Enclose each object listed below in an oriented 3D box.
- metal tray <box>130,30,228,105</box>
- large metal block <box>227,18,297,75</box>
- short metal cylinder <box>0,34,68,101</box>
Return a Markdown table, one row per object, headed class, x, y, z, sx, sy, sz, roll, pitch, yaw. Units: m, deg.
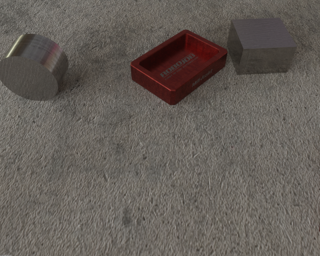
| class | x | y | z | sx | sy | sz | roll | pitch | yaw |
| --- | --- | --- | --- | --- | --- | --- | --- | --- | --- |
| metal tray | 0.031 | -0.099 | 0.482 | 0.090 | 0.030 | 0.131 | 36 | 59 | 26 |
| large metal block | 0.160 | -0.133 | 0.499 | 0.081 | 0.050 | 0.080 | -3 | 50 | -3 |
| short metal cylinder | -0.177 | -0.084 | 0.437 | 0.080 | 0.080 | 0.050 | 4 | 50 | 3 |
